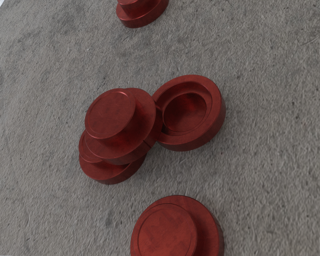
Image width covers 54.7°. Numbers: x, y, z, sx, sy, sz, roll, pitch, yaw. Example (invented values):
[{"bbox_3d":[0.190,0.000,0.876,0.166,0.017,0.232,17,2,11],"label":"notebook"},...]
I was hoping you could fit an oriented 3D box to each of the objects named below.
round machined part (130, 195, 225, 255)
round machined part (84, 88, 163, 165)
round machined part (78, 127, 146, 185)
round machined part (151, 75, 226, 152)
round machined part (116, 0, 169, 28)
[{"bbox_3d":[0.012,0.116,0.316,0.098,0.042,0.098,-13,56,21],"label":"round machined part"},{"bbox_3d":[-0.050,-0.009,0.371,0.098,0.042,0.098,-13,56,21],"label":"round machined part"},{"bbox_3d":[-0.069,0.023,0.415,0.098,0.042,0.098,-13,56,21],"label":"round machined part"},{"bbox_3d":[0.034,-0.015,0.384,0.098,0.042,0.098,-13,56,21],"label":"round machined part"},{"bbox_3d":[-0.037,-0.230,0.554,0.098,0.042,0.098,-13,56,21],"label":"round machined part"}]
